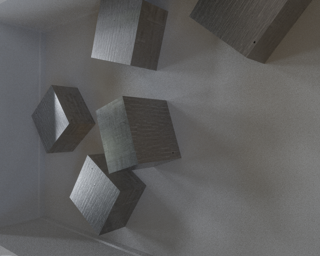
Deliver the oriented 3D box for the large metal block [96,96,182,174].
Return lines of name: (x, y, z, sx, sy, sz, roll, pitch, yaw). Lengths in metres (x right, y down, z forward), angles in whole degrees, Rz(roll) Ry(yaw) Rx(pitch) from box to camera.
large metal block: (-0.026, 0.009, 0.390, 0.050, 0.081, 0.080, -23, 76, 37)

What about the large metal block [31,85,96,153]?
large metal block: (-0.165, -0.014, 0.523, 0.080, 0.050, 0.080, -45, 63, 30)

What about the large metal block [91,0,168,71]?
large metal block: (-0.043, -0.127, 0.424, 0.080, 0.050, 0.079, 19, 102, 38)

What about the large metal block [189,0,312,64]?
large metal block: (0.091, -0.123, 0.311, 0.080, 0.050, 0.080, 46, 117, 26)

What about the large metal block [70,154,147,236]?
large metal block: (-0.078, 0.093, 0.452, 0.080, 0.050, 0.079, 40, 114, 32)
